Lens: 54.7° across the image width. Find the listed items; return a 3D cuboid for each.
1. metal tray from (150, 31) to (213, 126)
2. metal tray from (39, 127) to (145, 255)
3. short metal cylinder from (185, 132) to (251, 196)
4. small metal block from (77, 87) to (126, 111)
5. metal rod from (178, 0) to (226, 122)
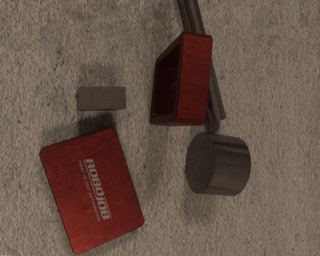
[{"bbox_3d":[0.019,-0.048,0.360,0.030,0.130,0.089,6,88,-13],"label":"metal tray"},{"bbox_3d":[-0.081,0.073,0.377,0.091,0.030,0.129,-19,97,-19],"label":"metal tray"},{"bbox_3d":[0.074,0.048,0.409,0.050,0.080,0.080,9,87,-20],"label":"short metal cylinder"},{"bbox_3d":[-0.071,-0.034,0.370,0.050,0.050,0.025,-2,91,-20],"label":"small metal block"},{"bbox_3d":[0.044,-0.155,0.426,0.025,0.025,0.298,-17,96,-20],"label":"metal rod"}]
